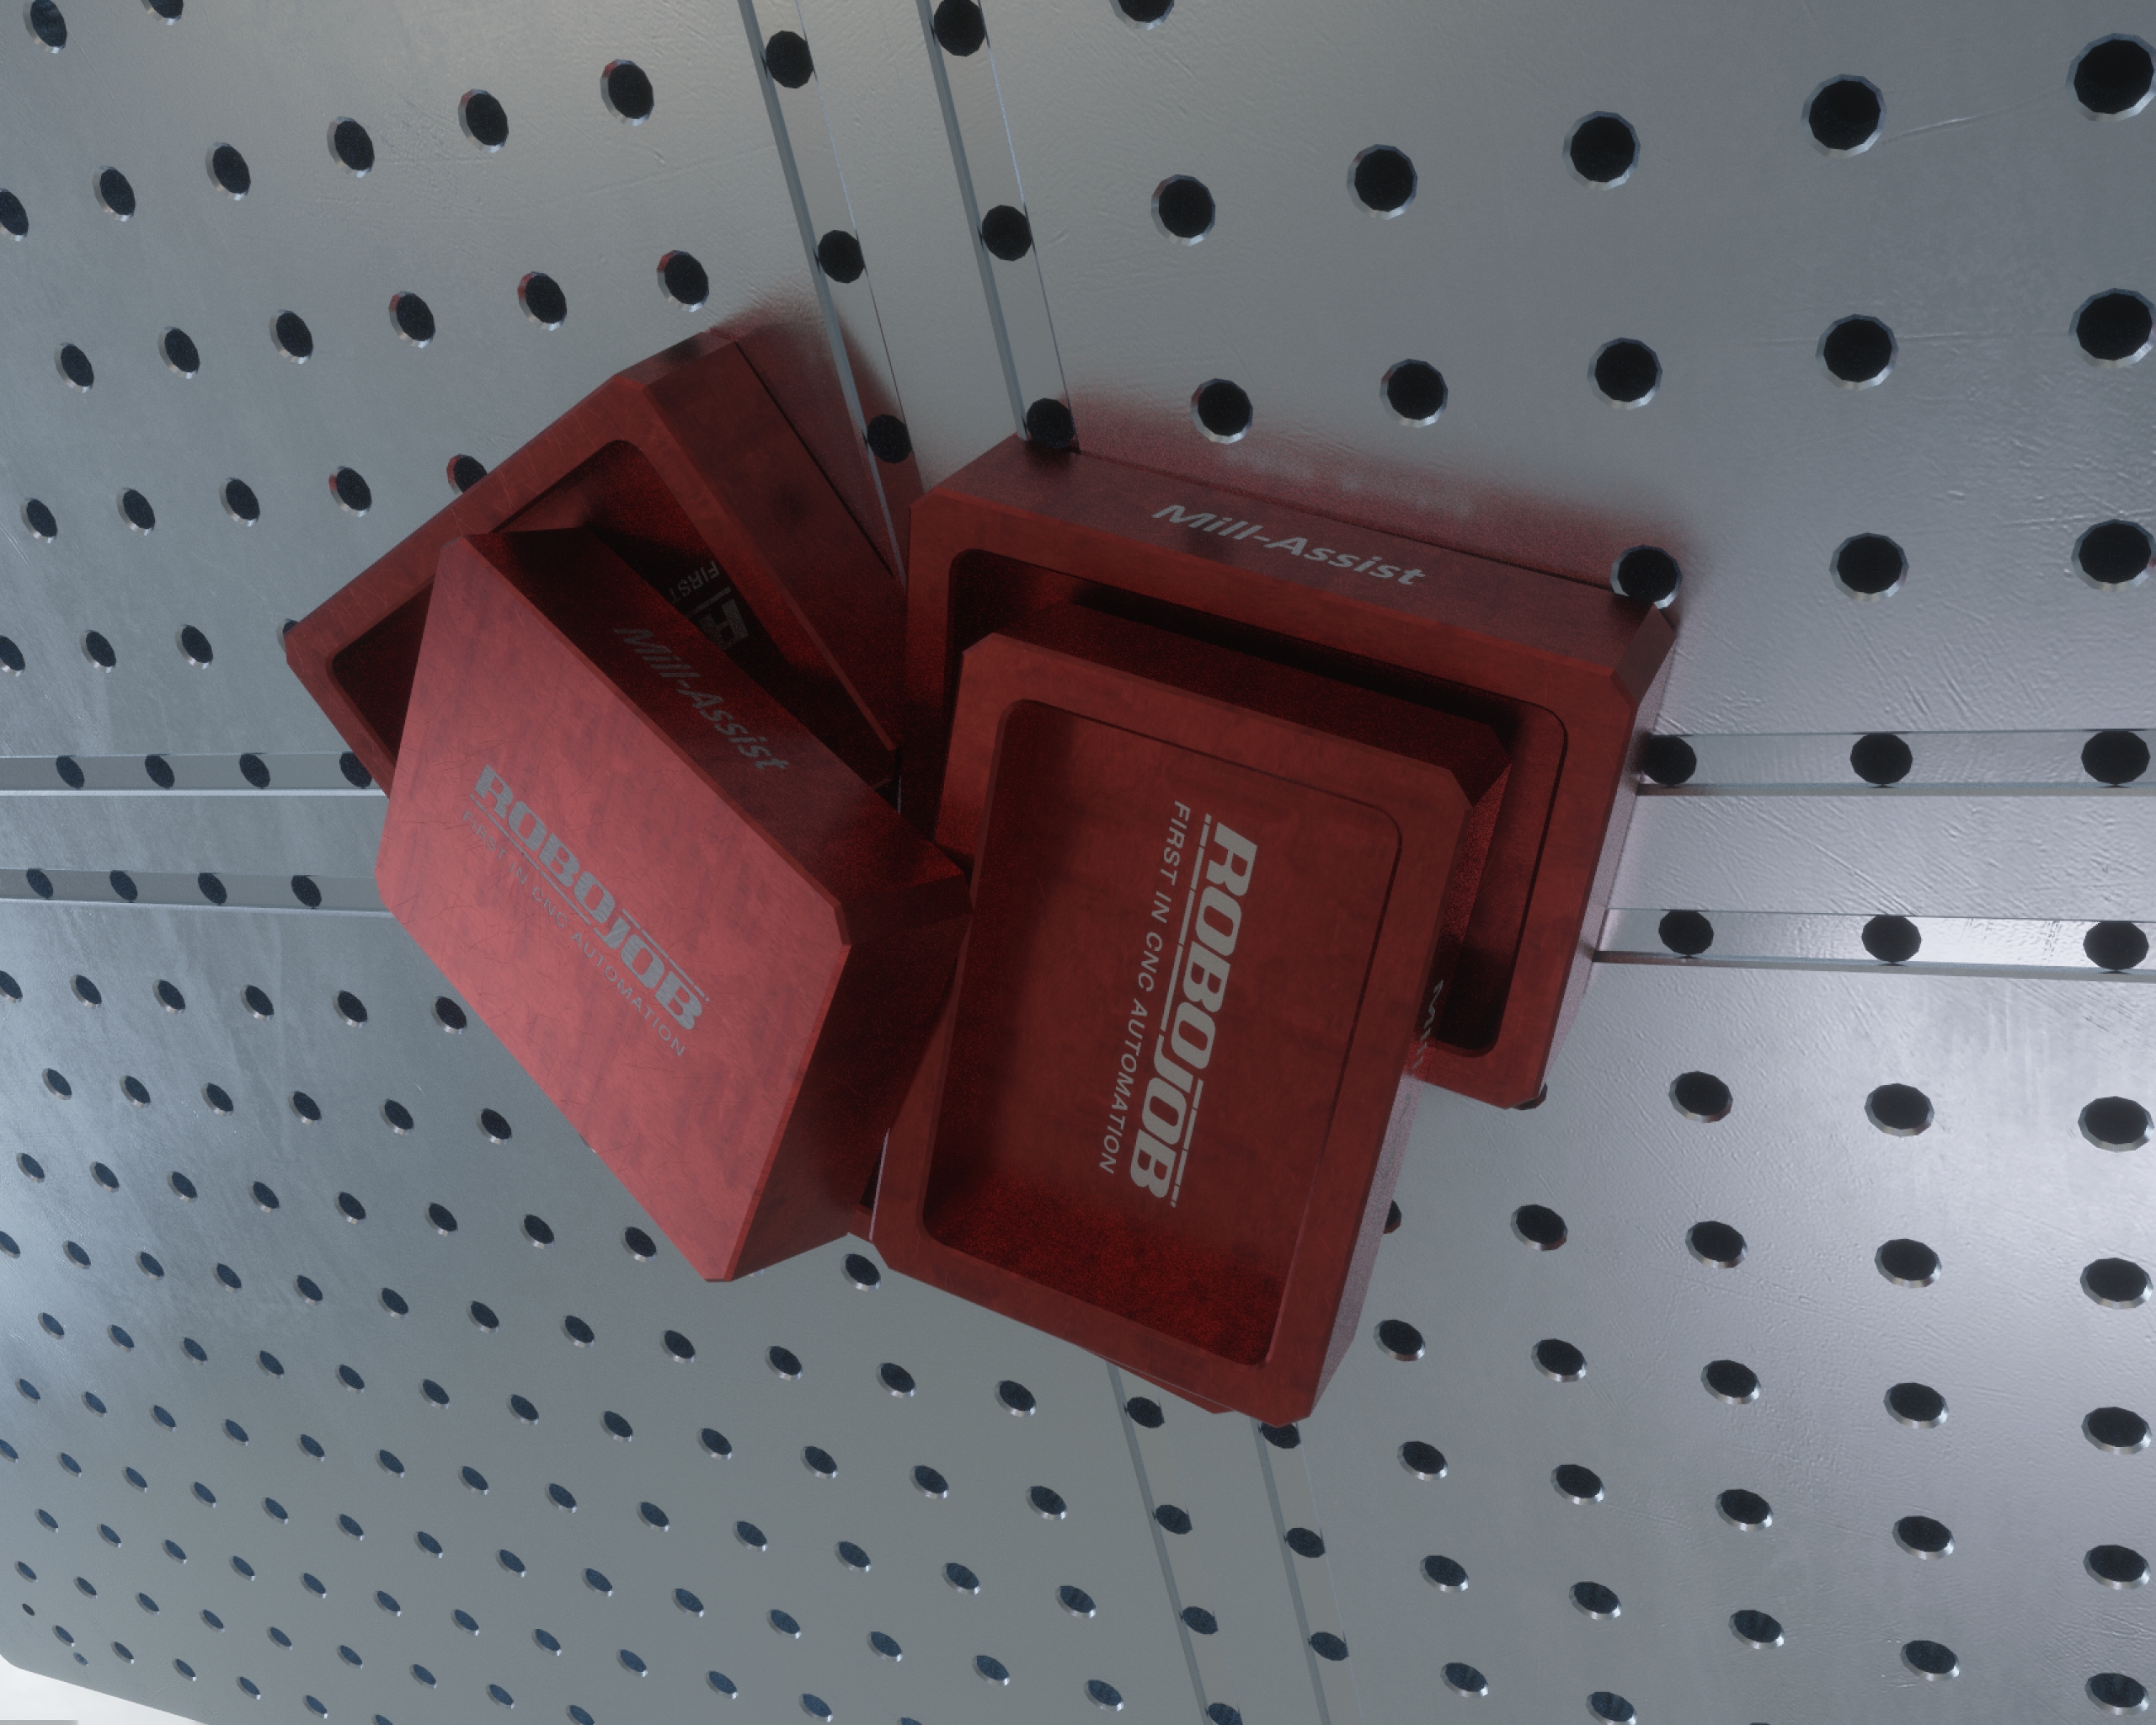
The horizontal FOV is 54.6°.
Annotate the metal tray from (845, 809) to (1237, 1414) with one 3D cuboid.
[{"bbox_3d":[-0.010,0.053,0.446,0.130,0.030,0.089,24,127,14],"label":"metal tray"}]

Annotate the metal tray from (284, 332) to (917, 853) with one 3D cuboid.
[{"bbox_3d":[-0.097,-0.039,0.435,0.130,0.030,0.090,-24,105,37],"label":"metal tray"}]

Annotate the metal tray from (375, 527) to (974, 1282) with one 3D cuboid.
[{"bbox_3d":[-0.084,0.005,0.403,0.130,0.030,0.089,41,125,29],"label":"metal tray"}]

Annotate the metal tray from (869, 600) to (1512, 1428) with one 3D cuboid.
[{"bbox_3d":[0.017,0.028,0.376,0.090,0.030,0.129,18,114,18],"label":"metal tray"}]

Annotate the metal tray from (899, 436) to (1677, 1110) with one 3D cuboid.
[{"bbox_3d":[0.032,-0.017,0.380,0.130,0.030,0.089,18,125,18],"label":"metal tray"}]
